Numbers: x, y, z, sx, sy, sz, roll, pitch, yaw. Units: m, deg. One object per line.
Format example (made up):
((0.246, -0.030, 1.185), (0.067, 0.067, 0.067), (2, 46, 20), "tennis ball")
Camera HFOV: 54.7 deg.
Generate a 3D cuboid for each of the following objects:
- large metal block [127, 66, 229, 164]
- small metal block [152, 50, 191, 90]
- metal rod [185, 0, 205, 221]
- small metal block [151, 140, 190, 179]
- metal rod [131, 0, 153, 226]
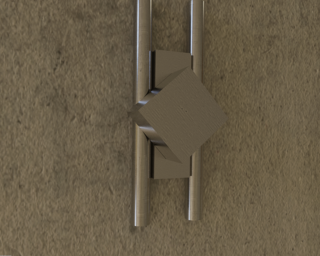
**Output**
((0.021, -0.015, 0.377), (0.080, 0.050, 0.080), (-43, 104, -15), "large metal block")
((0.013, -0.075, 0.415), (0.050, 0.025, 0.050), (1, 90, -21), "small metal block")
((0.048, -0.024, 0.430), (0.025, 0.025, 0.298), (1, 90, -20), "metal rod")
((0.012, 0.041, 0.415), (0.050, 0.025, 0.050), (1, 90, -21), "small metal block")
((-0.023, -0.025, 0.403), (0.025, 0.025, 0.298), (1, 90, -20), "metal rod")
